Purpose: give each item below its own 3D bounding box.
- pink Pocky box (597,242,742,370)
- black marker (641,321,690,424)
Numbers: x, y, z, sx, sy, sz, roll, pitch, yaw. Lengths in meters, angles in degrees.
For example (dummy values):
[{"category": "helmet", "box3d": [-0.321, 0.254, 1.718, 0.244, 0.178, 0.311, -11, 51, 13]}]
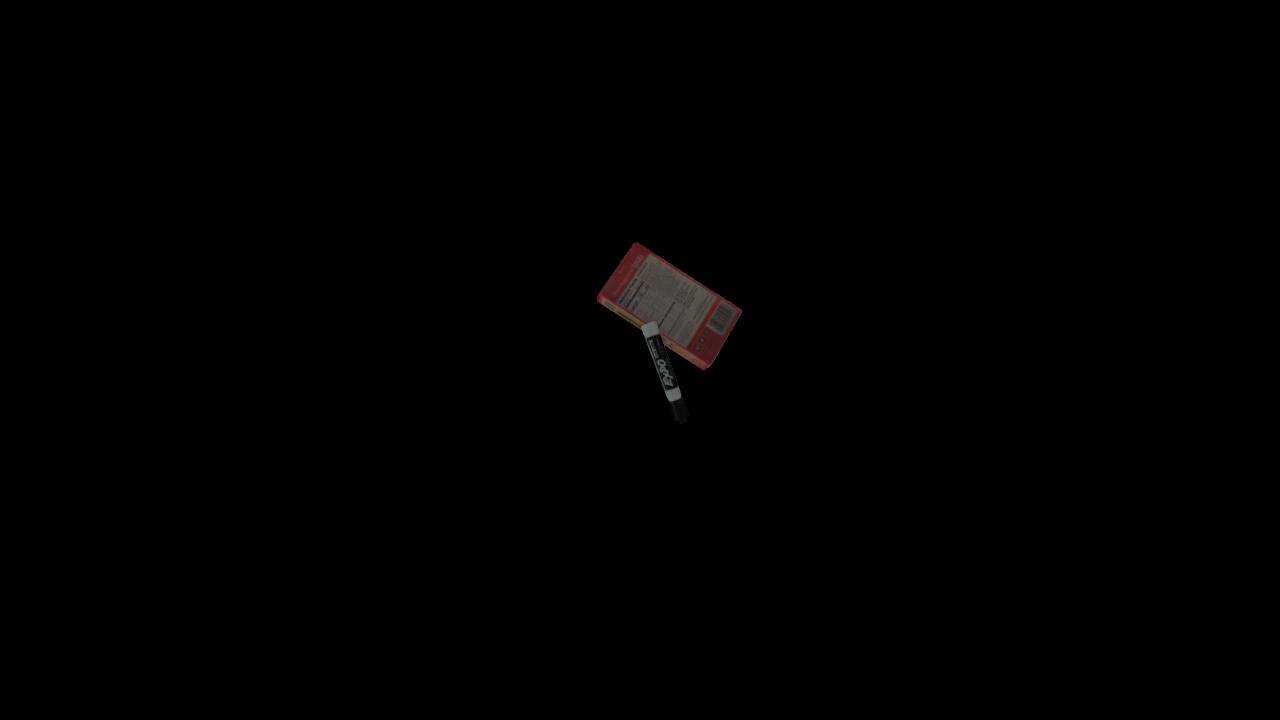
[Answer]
[{"category": "pink Pocky box", "box3d": [0.035, -0.064, 0.730, 0.155, 0.084, 0.029, 33, -19, -1]}, {"category": "black marker", "box3d": [0.030, 0.015, 0.700, 0.020, 0.121, 0.020, -20, 1, 1]}]
